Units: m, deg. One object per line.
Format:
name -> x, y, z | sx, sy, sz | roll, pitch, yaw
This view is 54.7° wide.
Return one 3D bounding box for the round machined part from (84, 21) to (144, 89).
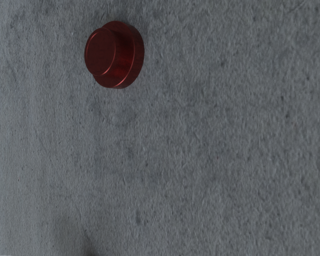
round machined part -> -0.073, -0.107, 0.452 | 0.098, 0.042, 0.097 | 0, 90, 39
